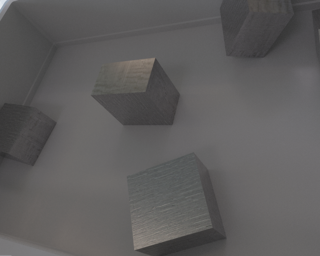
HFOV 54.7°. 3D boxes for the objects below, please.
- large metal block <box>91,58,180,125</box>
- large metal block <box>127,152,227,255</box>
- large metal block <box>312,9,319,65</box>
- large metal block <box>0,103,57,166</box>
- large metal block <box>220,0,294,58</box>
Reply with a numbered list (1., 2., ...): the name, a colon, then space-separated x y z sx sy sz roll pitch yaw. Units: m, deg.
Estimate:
1. large metal block: -0.030 -0.045 0.413 0.080 0.080 0.050 0 62 28
2. large metal block: 0.016 0.083 0.330 0.080 0.050 0.080 -22 54 15
3. large metal block: 0.207 -0.098 0.319 0.080 0.050 0.080 -7 29 25
4. large metal block: -0.231 0.009 0.506 0.080 0.050 0.080 9 66 31
5. large metal block: 0.114 -0.145 0.383 0.050 0.080 0.080 1 67 -7
